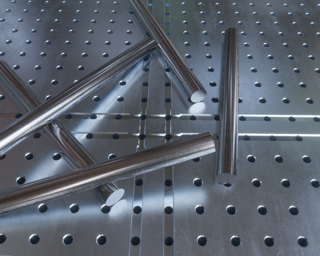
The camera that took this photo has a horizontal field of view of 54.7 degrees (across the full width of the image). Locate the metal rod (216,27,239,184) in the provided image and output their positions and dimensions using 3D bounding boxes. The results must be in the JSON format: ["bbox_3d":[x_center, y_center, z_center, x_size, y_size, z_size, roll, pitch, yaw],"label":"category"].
[{"bbox_3d":[0.102,-0.054,0.454,0.025,0.025,0.300,8,50,6],"label":"metal rod"}]

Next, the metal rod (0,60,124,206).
[{"bbox_3d":[-0.150,-0.009,0.413,0.025,0.025,0.300,-35,58,-26],"label":"metal rod"}]

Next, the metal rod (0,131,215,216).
[{"bbox_3d":[-0.089,0.057,0.330,0.302,0.025,0.025,-16,52,-3],"label":"metal rod"}]

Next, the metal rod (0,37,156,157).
[{"bbox_3d":[-0.100,-0.060,0.434,0.025,0.025,0.302,28,48,21],"label":"metal rod"}]

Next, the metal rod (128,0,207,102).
[{"bbox_3d":[0.002,-0.153,0.536,0.025,0.025,0.300,-16,52,-14],"label":"metal rod"}]
